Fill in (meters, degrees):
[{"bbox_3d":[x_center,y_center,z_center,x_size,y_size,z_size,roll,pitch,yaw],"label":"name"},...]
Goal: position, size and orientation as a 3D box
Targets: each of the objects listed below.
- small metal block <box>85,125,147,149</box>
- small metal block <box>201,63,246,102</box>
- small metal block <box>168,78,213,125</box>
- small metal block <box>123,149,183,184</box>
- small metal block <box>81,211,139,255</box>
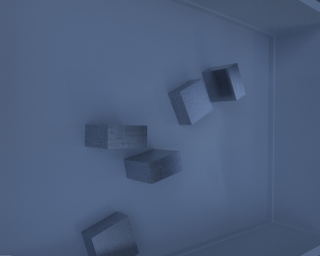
[{"bbox_3d":[-0.050,0.009,0.350,0.050,0.050,0.025,1,90,-40],"label":"small metal block"},{"bbox_3d":[0.097,-0.068,0.474,0.025,0.050,0.050,-32,110,-36],"label":"small metal block"},{"bbox_3d":[0.045,-0.038,0.446,0.050,0.025,0.050,-34,111,-35],"label":"small metal block"},{"bbox_3d":[-0.009,0.046,0.385,0.050,0.050,0.025,-17,101,-39],"label":"small metal block"},{"bbox_3d":[-0.057,0.134,0.361,0.050,0.025,0.050,-22,104,-38],"label":"small metal block"}]
